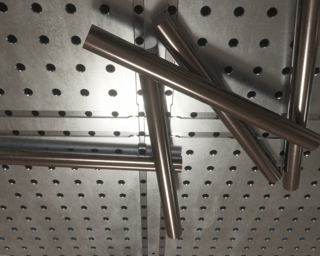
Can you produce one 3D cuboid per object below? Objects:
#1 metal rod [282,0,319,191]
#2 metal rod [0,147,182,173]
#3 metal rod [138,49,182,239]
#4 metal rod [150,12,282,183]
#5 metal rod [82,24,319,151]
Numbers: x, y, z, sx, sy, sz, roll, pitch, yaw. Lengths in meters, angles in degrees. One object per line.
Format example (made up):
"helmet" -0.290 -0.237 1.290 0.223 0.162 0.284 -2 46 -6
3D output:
"metal rod" 0.177 -0.021 0.396 0.025 0.025 0.298 -9 130 7
"metal rod" -0.119 0.045 0.448 0.302 0.025 0.025 3 130 -4
"metal rod" 0.004 0.042 0.419 0.025 0.025 0.298 -6 122 4
"metal rod" 0.087 -0.019 0.397 0.025 0.025 0.300 -29 125 22
"metal rod" 0.062 -0.036 0.347 0.302 0.025 0.025 22 127 -18
